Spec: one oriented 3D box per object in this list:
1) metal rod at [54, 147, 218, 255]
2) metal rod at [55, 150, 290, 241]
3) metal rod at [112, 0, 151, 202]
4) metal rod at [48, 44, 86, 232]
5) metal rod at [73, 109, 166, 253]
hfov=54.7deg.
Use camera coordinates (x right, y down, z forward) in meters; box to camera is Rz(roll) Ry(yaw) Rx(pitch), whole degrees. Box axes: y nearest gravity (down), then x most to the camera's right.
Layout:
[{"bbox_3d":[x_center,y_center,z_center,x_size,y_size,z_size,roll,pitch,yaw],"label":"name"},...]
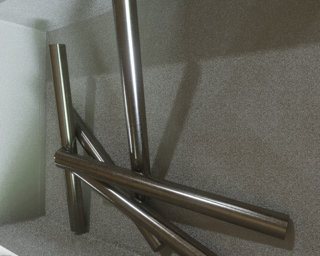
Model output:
[{"bbox_3d":[-0.034,0.105,0.405,0.300,0.025,0.025,29,108,27],"label":"metal rod"},{"bbox_3d":[-0.007,0.071,0.371,0.301,0.025,0.025,12,98,26],"label":"metal rod"},{"bbox_3d":[-0.031,-0.040,0.360,0.025,0.025,0.298,19,124,38],"label":"metal rod"},{"bbox_3d":[-0.146,0.021,0.492,0.025,0.025,0.298,4,102,39],"label":"metal rod"},{"bbox_3d":[-0.085,0.056,0.474,0.300,0.025,0.025,48,118,29],"label":"metal rod"}]
